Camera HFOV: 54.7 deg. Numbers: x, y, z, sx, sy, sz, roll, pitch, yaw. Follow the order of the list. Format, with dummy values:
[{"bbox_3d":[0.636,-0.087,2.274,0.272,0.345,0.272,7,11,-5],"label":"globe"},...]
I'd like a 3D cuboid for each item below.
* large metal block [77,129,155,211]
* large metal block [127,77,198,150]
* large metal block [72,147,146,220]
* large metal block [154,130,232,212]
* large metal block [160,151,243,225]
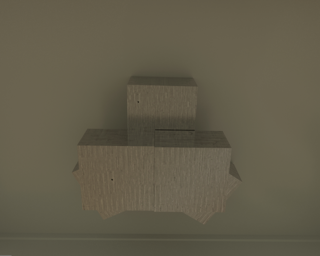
[{"bbox_3d":[-0.047,0.047,0.360,0.081,0.050,0.079,1,110,-1],"label":"large metal block"},{"bbox_3d":[0.002,-0.020,0.389,0.081,0.050,0.079,1,110,-1],"label":"large metal block"},{"bbox_3d":[-0.057,0.065,0.419,0.080,0.050,0.080,-25,108,8],"label":"large metal block"},{"bbox_3d":[0.034,0.049,0.360,0.081,0.050,0.079,1,110,-1],"label":"large metal block"},{"bbox_3d":[0.049,0.070,0.421,0.080,0.050,0.080,33,107,-11],"label":"large metal block"}]
